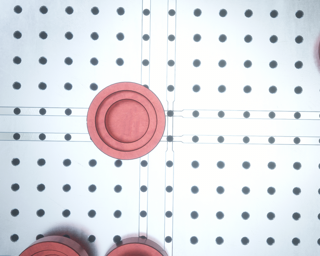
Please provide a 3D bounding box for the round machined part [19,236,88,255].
[{"bbox_3d":[-0.137,0.189,0.404,0.099,0.042,0.097,0,90,0],"label":"round machined part"}]

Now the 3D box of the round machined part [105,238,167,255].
[{"bbox_3d":[-0.033,0.199,0.405,0.099,0.042,0.097,0,90,0],"label":"round machined part"}]

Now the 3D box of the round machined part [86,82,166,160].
[{"bbox_3d":[-0.042,-0.009,0.405,0.099,0.042,0.097,0,90,0],"label":"round machined part"}]
